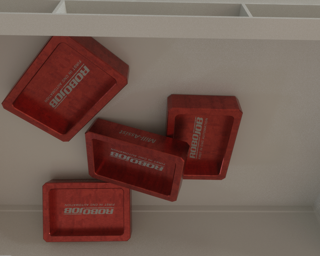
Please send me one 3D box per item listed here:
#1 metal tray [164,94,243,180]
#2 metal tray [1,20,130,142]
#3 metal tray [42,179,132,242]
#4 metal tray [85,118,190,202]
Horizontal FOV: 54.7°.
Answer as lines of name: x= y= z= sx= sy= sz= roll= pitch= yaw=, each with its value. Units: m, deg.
metal tray: x=0.052 y=0.017 z=0.420 sx=0.091 sy=0.030 sz=0.129 roll=1 pitch=130 yaw=-2
metal tray: x=-0.110 y=-0.048 z=0.363 sx=0.090 sy=0.030 sz=0.130 roll=35 pitch=122 yaw=-27
metal tray: x=-0.110 y=0.126 z=0.478 sx=0.131 sy=0.030 sz=0.089 roll=-1 pitch=91 yaw=0
metal tray: x=-0.032 y=0.044 z=0.417 sx=0.131 sy=0.030 sz=0.089 roll=15 pitch=132 yaw=9
